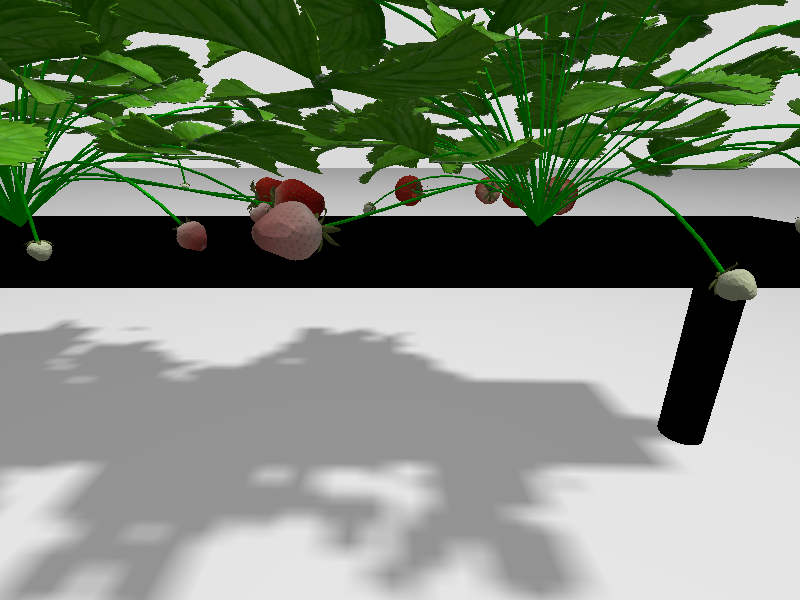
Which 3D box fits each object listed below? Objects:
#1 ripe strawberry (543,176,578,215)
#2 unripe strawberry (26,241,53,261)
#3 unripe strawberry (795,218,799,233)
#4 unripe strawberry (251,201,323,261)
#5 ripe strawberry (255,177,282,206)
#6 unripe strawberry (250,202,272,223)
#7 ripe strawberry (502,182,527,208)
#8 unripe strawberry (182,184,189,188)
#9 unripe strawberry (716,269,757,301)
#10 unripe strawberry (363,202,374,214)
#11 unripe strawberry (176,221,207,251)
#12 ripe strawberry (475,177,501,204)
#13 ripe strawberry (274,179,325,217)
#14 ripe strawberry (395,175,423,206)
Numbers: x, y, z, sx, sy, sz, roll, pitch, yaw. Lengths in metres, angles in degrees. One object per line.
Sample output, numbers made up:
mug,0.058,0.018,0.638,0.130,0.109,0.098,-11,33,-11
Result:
ripe strawberry,0.169,-0.111,0.425,0.037,0.039,0.041,11,22,27
unripe strawberry,-0.202,-0.027,0.225,0.011,0.011,0.010,-19,27,-42
unripe strawberry,0.293,-0.054,0.290,0.011,0.011,0.011,7,21,18
unripe strawberry,-0.064,-0.039,0.226,0.037,0.032,0.037,-13,24,-32
ripe strawberry,-0.128,-0.106,0.408,0.035,0.037,0.033,-6,21,-18
unripe strawberry,-0.116,-0.072,0.340,0.020,0.019,0.018,-29,16,11
ripe strawberry,0.137,-0.125,0.477,0.029,0.031,0.031,2,19,7
unripe strawberry,-0.304,-0.160,0.569,0.011,0.010,0.010,2,20,6
unripe strawberry,0.139,-0.005,0.165,0.013,0.014,0.014,-2,32,-5
unripe strawberry,-0.033,-0.094,0.415,0.013,0.013,0.012,-27,4,31
unripe strawberry,-0.131,-0.040,0.255,0.019,0.019,0.018,42,31,8
ripe strawberry,0.113,-0.142,0.519,0.032,0.034,0.035,-1,19,-2
ripe strawberry,-0.085,-0.082,0.343,0.042,0.041,0.039,0,20,0
ripe strawberry,0.009,-0.135,0.497,0.035,0.037,0.038,-13,23,-32
